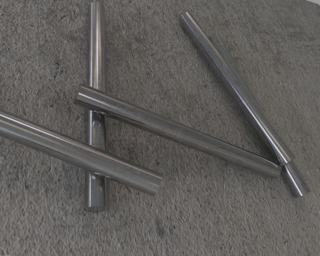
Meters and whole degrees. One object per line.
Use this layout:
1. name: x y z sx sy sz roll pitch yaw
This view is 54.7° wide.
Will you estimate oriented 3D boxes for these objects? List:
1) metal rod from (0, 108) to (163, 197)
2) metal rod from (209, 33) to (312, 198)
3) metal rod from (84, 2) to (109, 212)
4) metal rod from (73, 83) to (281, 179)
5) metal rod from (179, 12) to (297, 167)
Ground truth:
1. metal rod: -0.140 0.001 0.306 0.301 0.025 0.025 23 53 -6
2. metal rod: 0.153 -0.031 0.504 0.025 0.025 0.299 -12 68 -33
3. metal rod: -0.079 -0.047 0.389 0.025 0.025 0.299 8 58 -24
4. metal rod: 0.039 0.012 0.398 0.302 0.025 0.025 21 54 -23
5. metal rod: 0.115 -0.073 0.497 0.025 0.025 0.299 -16 66 -35
